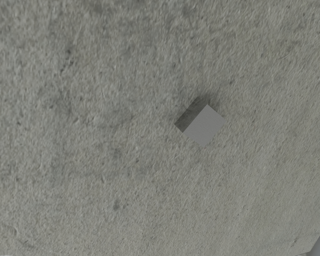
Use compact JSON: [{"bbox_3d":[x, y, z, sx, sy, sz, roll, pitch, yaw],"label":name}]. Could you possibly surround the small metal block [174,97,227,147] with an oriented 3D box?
[{"bbox_3d":[0.057,-0.008,0.435,0.050,0.025,0.050,34,99,-39],"label":"small metal block"}]
